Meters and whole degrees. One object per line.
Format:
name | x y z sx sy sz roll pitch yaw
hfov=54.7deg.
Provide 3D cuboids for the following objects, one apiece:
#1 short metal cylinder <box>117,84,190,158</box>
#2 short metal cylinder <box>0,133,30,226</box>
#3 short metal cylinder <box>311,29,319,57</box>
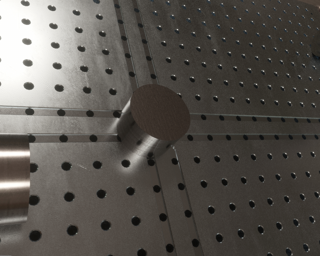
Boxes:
short metal cylinder | -0.009 -0.009 0.394 0.081 0.050 0.080 14 56 -21
short metal cylinder | -0.144 0.044 0.269 0.050 0.080 0.080 2 61 -28
short metal cylinder | 0.399 -0.195 0.711 0.050 0.080 0.080 16 55 -20
